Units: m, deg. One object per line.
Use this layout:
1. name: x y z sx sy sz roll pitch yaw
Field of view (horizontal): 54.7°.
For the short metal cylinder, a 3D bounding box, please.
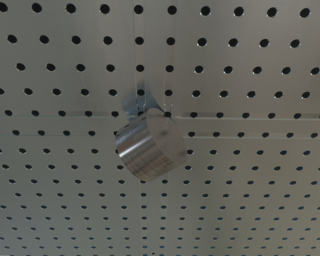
1. short metal cylinder: -0.009 0.021 0.393 0.050 0.080 0.080 -33 123 24
